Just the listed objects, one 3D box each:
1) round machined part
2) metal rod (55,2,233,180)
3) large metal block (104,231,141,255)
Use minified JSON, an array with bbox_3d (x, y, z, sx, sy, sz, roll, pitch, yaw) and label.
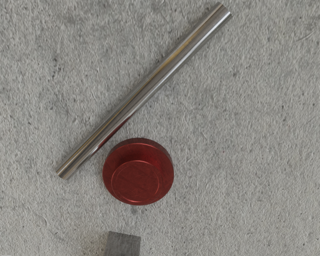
[{"bbox_3d":[-0.030,0.066,0.425,0.099,0.042,0.097,0,110,-1],"label":"round machined part"},{"bbox_3d":[-0.029,-0.037,0.395,0.025,0.025,0.299,43,104,-14],"label":"metal rod"},{"bbox_3d":[-0.064,0.216,0.459,0.050,0.080,0.079,13,110,-5],"label":"large metal block"}]
